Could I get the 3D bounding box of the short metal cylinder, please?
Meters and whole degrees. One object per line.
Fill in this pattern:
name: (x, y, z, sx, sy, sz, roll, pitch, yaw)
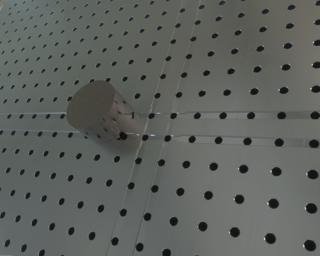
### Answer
short metal cylinder: (-0.088, -0.023, 0.454, 0.080, 0.050, 0.080, -13, 56, 21)
